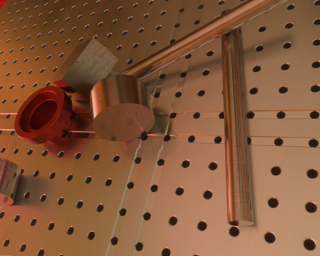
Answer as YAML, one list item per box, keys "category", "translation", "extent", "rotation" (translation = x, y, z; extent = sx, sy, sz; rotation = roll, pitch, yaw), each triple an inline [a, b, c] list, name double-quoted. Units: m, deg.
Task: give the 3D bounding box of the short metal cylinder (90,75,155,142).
- category: "short metal cylinder"
  translation: [-0.051, -0.025, 0.415]
  extent: [0.080, 0.080, 0.050]
  rotation: [-24, 53, 14]

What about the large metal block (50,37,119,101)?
- category: "large metal block"
  translation: [-0.123, -0.091, 0.495]
  extent: [0.080, 0.050, 0.080]
  rotation: [9, 64, 58]

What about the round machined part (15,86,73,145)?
- category: "round machined part"
  translation: [-0.182, -0.017, 0.504]
  extent: [0.098, 0.042, 0.098]
  rotation: [-13, 56, 21]

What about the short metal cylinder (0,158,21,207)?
- category: "short metal cylinder"
  translation: [-0.254, 0.080, 0.457]
  extent: [0.080, 0.080, 0.050]
  rotation: [-14, 56, 20]

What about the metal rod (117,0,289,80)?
- category: "metal rod"
  translation: [0.029, -0.112, 0.439]
  extent: [0.300, 0.025, 0.025]
  rotation: [-25, 53, 21]

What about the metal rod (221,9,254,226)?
- category: "metal rod"
  translation: [0.091, -0.035, 0.381]
  extent: [0.025, 0.025, 0.299]
  rotation: [-9, 57, 23]
